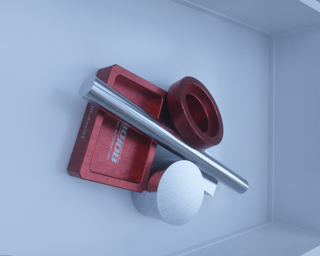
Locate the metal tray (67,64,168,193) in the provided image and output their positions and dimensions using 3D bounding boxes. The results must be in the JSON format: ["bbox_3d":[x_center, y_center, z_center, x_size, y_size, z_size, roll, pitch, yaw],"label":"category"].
[{"bbox_3d":[-0.044,0.003,0.364,0.090,0.030,0.130,24,75,-38],"label":"metal tray"}]

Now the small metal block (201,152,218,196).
[{"bbox_3d":[0.064,0.066,0.460,0.050,0.025,0.050,39,66,-34],"label":"small metal block"}]

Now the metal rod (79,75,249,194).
[{"bbox_3d":[0.028,0.025,0.393,0.301,0.025,0.025,34,69,-38],"label":"metal rod"}]

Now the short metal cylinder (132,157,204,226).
[{"bbox_3d":[0.011,0.079,0.399,0.081,0.050,0.079,0,90,-40],"label":"short metal cylinder"}]

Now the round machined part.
[{"bbox_3d":[0.040,-0.016,0.413,0.098,0.042,0.098,32,45,-39],"label":"round machined part"}]
